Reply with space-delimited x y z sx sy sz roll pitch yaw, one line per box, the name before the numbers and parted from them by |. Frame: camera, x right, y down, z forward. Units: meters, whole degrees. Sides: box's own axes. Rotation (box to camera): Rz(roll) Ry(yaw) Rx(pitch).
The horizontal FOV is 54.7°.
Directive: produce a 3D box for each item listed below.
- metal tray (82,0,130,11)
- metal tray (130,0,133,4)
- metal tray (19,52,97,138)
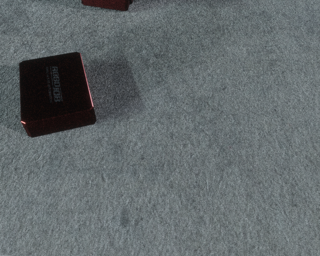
metal tray | -0.101 -0.290 0.634 0.091 0.030 0.130 8 48 -2
metal tray | -0.105 -0.276 0.571 0.090 0.130 0.030 9 88 7
metal tray | -0.148 -0.053 0.442 0.091 0.030 0.130 -13 51 -11
